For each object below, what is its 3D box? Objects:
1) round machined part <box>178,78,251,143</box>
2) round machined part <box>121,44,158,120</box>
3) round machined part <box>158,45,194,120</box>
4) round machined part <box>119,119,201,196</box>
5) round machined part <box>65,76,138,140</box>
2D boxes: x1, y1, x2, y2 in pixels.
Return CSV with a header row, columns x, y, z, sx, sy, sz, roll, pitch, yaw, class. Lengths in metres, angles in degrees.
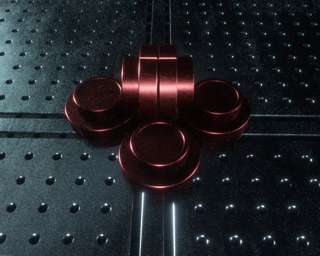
x,y,z,sx,sy,sz,roll,pitch,yaw,class
0.074,-0.031,0.422,0.099,0.042,0.098,0,50,0,round machined part
-0.024,-0.058,0.401,0.042,0.097,0.098,1,50,1,round machined part
0.019,-0.058,0.402,0.042,0.097,0.098,-1,50,-1,round machined part
0.000,0.028,0.373,0.099,0.042,0.098,0,50,0,round machined part
-0.080,-0.034,0.424,0.099,0.042,0.098,0,50,0,round machined part
